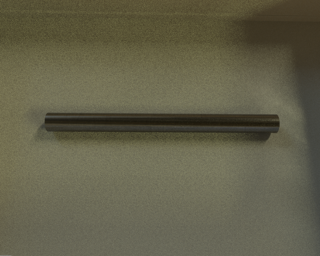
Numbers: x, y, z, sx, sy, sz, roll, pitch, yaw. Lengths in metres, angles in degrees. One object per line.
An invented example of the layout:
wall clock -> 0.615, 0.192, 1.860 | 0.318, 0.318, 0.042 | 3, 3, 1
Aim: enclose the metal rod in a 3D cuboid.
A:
metal rod -> 0.003, -0.007, 0.410 | 0.302, 0.025, 0.025 | 0, 70, -1
